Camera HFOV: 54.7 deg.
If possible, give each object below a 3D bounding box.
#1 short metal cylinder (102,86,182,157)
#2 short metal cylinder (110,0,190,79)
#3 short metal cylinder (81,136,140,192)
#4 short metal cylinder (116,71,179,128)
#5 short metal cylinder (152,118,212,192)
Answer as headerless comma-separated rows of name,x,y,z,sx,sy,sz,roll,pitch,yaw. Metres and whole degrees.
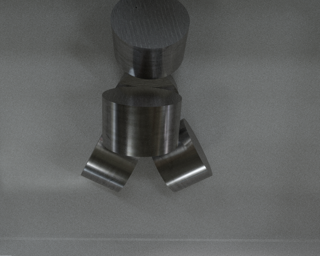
short metal cylinder,-0.019,-0.010,0.323,0.081,0.080,0.050,3,110,-1
short metal cylinder,-0.011,-0.100,0.336,0.081,0.080,0.050,4,153,-2
short metal cylinder,-0.058,0.034,0.392,0.050,0.080,0.080,28,108,-9
short metal cylinder,-0.016,-0.035,0.382,0.081,0.050,0.079,0,110,0
short metal cylinder,0.026,0.034,0.393,0.050,0.080,0.080,-27,108,10
